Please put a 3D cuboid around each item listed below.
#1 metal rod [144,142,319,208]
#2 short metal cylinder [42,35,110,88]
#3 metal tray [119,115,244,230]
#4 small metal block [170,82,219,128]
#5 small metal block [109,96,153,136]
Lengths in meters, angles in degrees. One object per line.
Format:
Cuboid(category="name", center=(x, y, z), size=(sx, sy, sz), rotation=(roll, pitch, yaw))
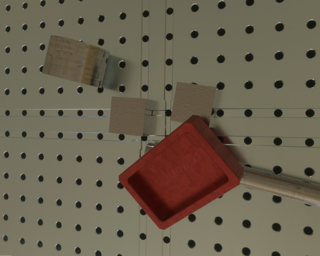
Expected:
Cuboid(category="metal rod", center=(0.123, 0.064, 0.369), size=(0.301, 0.025, 0.025), rotation=(13, 94, 19))
Cuboid(category="short metal cylinder", center=(-0.113, -0.089, 0.422), size=(0.080, 0.080, 0.050), rotation=(16, 96, 19))
Cuboid(category="metal tray", center=(0.022, 0.057, 0.377), size=(0.130, 0.030, 0.090), rotation=(-40, 89, 29))
Cuboid(category="small metal block", center=(0.045, -0.030, 0.396), size=(0.050, 0.025, 0.050), rotation=(11, 94, 19))
Cuboid(category="small metal block", center=(-0.040, -0.016, 0.426), size=(0.050, 0.025, 0.050), rotation=(5, 92, 19))
